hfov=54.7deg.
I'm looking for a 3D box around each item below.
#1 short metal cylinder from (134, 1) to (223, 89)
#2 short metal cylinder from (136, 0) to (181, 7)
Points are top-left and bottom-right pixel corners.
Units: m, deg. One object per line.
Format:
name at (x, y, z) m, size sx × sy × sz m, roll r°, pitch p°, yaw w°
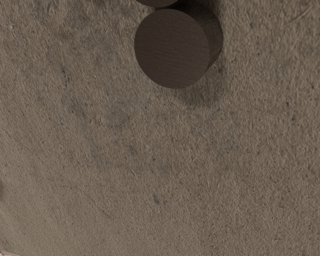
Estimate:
short metal cylinder at (0.020, -0.088, 0.325) m, size 0.080 × 0.050 × 0.079 m, roll 13°, pitch 124°, yaw 20°
short metal cylinder at (0.005, -0.159, 0.289) m, size 0.080 × 0.050 × 0.079 m, roll 13°, pitch 124°, yaw 20°
